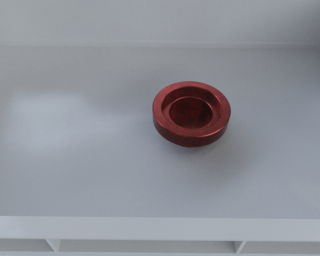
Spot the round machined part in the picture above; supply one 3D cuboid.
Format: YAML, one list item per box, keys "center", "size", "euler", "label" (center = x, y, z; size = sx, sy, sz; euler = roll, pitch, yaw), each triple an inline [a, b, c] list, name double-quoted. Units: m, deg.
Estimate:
- center: [0.040, -0.014, 0.406]
  size: [0.099, 0.042, 0.098]
  euler: [0, 50, 0]
  label: "round machined part"
